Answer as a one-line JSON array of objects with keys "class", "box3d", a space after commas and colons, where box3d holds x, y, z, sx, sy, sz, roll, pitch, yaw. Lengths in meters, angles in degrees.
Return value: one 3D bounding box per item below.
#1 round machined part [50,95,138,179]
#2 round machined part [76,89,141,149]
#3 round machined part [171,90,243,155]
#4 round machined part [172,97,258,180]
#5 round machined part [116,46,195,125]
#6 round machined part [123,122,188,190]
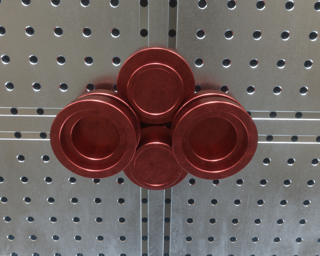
[{"class": "round machined part", "box3d": [-0.076, 0.008, 0.372, 0.099, 0.042, 0.097, 0, 110, 0]}, {"class": "round machined part", "box3d": [-0.073, -0.003, 0.402, 0.099, 0.042, 0.097, 0, 110, 0]}, {"class": "round machined part", "box3d": [0.063, -0.003, 0.403, 0.099, 0.042, 0.097, 0, 110, 0]}, {"class": "round machined part", "box3d": [0.063, 0.010, 0.373, 0.099, 0.042, 0.097, 0, 110, 0]}, {"class": "round machined part", "box3d": [-0.005, -0.050, 0.386, 0.099, 0.042, 0.097, 0, 110, 0]}, {"class": "round machined part", "box3d": [-0.005, 0.043, 0.419, 0.099, 0.042, 0.097, 0, 110, 0]}]
